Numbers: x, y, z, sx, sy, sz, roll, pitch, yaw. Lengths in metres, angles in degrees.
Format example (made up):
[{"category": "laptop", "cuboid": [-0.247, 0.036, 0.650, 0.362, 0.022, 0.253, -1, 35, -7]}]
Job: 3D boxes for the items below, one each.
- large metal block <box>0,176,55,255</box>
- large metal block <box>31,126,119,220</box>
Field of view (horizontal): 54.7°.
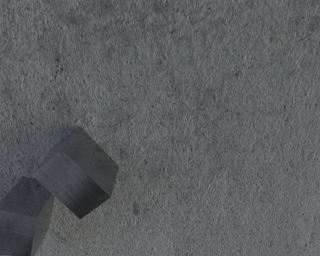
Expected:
[{"category": "large metal block", "cuboid": [-0.185, 0.125, 0.425, 0.050, 0.080, 0.079, 14, 110, -5]}, {"category": "large metal block", "cuboid": [-0.103, 0.054, 0.399, 0.050, 0.080, 0.080, -37, 106, 12]}]
